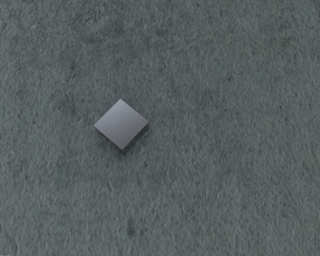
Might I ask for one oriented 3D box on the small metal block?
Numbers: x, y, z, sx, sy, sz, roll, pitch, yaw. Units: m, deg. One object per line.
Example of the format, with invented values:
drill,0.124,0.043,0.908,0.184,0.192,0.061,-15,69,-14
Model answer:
small metal block,-0.050,-0.001,0.409,0.050,0.025,0.050,39,74,13
